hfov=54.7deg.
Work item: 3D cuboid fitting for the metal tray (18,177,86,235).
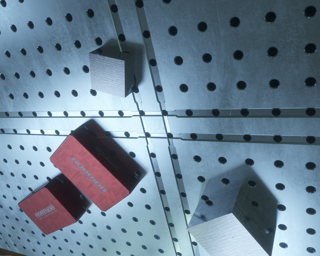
[{"bbox_3d":[-0.218,0.159,0.618,0.130,0.030,0.090,-31,102,37],"label":"metal tray"}]

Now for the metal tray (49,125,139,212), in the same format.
[{"bbox_3d":[-0.109,0.069,0.506,0.130,0.030,0.090,45,129,-4],"label":"metal tray"}]

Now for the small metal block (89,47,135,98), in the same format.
[{"bbox_3d":[-0.061,-0.071,0.398,0.050,0.025,0.050,16,125,18],"label":"small metal block"}]

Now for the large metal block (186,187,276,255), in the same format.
[{"bbox_3d":[0.099,0.140,0.429,0.080,0.050,0.080,-35,99,38],"label":"large metal block"}]
